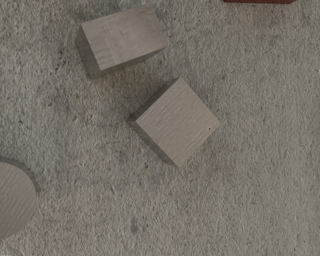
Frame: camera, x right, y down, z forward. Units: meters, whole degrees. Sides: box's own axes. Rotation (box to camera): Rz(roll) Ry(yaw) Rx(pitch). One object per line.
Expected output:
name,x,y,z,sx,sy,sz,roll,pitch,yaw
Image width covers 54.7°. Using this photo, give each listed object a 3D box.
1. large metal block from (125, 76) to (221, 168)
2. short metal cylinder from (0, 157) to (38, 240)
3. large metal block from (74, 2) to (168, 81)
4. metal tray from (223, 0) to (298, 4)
large metal block,0.016,-0.007,0.402,0.080,0.050,0.080,-46,105,-14
short metal cylinder,-0.175,0.073,0.331,0.081,0.050,0.080,0,90,-20
large metal block,-0.049,-0.097,0.362,0.081,0.080,0.050,-25,99,-18
metal tray,0.152,-0.237,0.462,0.131,0.030,0.089,-7,93,-20
